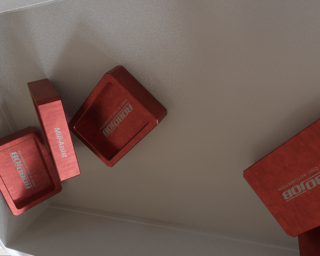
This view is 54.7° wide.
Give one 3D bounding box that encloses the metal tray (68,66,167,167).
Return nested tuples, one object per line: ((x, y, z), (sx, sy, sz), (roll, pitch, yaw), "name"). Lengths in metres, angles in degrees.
((-0.063, -0.011, 0.429), (0.090, 0.030, 0.129), (45, 129, -4), "metal tray")

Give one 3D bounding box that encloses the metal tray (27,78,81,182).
((-0.155, 0.002, 0.454), (0.090, 0.030, 0.129), (40, 142, 52), "metal tray")

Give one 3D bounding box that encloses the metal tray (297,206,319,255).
((0.192, 0.135, 0.318), (0.030, 0.130, 0.090), (32, 134, -16), "metal tray")

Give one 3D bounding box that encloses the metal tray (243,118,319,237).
((0.165, 0.050, 0.330), (0.090, 0.030, 0.129), (55, 130, 15), "metal tray")

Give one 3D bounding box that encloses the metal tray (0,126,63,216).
((-0.232, 0.073, 0.528), (0.030, 0.091, 0.129), (22, 132, 47), "metal tray")
